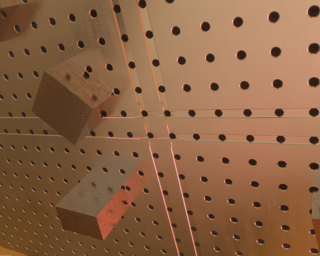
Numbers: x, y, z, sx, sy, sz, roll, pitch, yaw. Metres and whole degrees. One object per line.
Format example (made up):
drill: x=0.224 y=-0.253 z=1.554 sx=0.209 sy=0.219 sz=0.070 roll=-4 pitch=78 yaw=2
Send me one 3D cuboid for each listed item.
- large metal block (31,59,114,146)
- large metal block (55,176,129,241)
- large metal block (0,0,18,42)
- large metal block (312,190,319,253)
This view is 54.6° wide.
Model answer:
large metal block: x=-0.125 y=-0.036 z=0.439 sx=0.080 sy=0.050 sz=0.080 roll=39 pitch=129 yaw=2
large metal block: x=-0.110 y=0.130 z=0.515 sx=0.080 sy=0.080 sz=0.050 roll=6 pitch=121 yaw=25
large metal block: x=-0.258 y=-0.168 z=0.428 sx=0.080 sy=0.050 sz=0.080 roll=48 pitch=129 yaw=-6
large metal block: x=0.223 y=0.116 z=0.349 sx=0.080 sy=0.050 sz=0.080 roll=-8 pitch=114 yaw=32
